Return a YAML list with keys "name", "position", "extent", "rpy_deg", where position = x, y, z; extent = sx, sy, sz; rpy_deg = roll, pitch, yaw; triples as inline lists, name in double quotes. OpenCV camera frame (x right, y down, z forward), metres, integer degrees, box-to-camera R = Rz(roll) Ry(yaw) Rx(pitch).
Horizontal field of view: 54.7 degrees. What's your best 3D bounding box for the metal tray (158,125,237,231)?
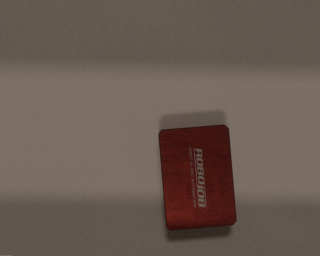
- name: "metal tray"
  position: [0.048, 0.063, 0.410]
  extent: [0.091, 0.030, 0.129]
  rpy_deg: [-5, 90, -1]
